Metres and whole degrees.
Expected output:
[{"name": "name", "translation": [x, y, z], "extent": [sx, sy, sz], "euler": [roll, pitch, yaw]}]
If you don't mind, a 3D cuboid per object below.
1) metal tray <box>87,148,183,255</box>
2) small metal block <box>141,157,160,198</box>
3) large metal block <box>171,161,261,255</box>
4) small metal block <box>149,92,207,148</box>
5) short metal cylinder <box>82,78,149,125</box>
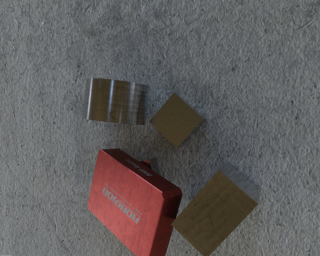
[{"name": "metal tray", "translation": [-0.037, 0.090, 0.386], "extent": [0.130, 0.030, 0.089], "euler": [26, 108, 42]}, {"name": "small metal block", "translation": [-0.026, 0.071, 0.418], "extent": [0.050, 0.025, 0.050], "euler": [-16, 85, 19]}, {"name": "large metal block", "translation": [0.067, 0.089, 0.356], "extent": [0.050, 0.080, 0.080], "euler": [42, 103, 15]}, {"name": "small metal block", "translation": [0.024, -0.010, 0.401], "extent": [0.050, 0.025, 0.050], "euler": [44, 103, 14]}, {"name": "short metal cylinder", "translation": [-0.056, -0.033, 0.400], "extent": [0.080, 0.080, 0.050], "euler": [7, 93, 20]}]
